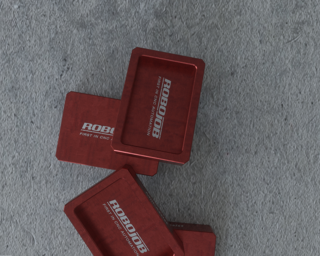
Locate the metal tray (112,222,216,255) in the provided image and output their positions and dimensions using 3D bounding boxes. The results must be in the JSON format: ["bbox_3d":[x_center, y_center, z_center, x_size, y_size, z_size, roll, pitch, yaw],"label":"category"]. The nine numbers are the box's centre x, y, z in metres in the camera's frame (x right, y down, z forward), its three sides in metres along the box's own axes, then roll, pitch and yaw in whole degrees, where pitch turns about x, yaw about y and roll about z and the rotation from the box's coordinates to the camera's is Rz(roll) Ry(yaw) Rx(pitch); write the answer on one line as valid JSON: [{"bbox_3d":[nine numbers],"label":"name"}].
[{"bbox_3d":[0.003,0.172,0.408,0.131,0.030,0.089,5,90,0],"label":"metal tray"}]

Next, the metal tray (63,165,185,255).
[{"bbox_3d":[-0.042,0.122,0.376,0.090,0.030,0.130,-34,90,0],"label":"metal tray"}]

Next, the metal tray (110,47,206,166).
[{"bbox_3d":[-0.001,-0.026,0.376,0.091,0.030,0.129,11,78,0],"label":"metal tray"}]

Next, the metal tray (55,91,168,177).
[{"bbox_3d":[-0.061,0.007,0.407,0.131,0.030,0.089,10,90,0],"label":"metal tray"}]
